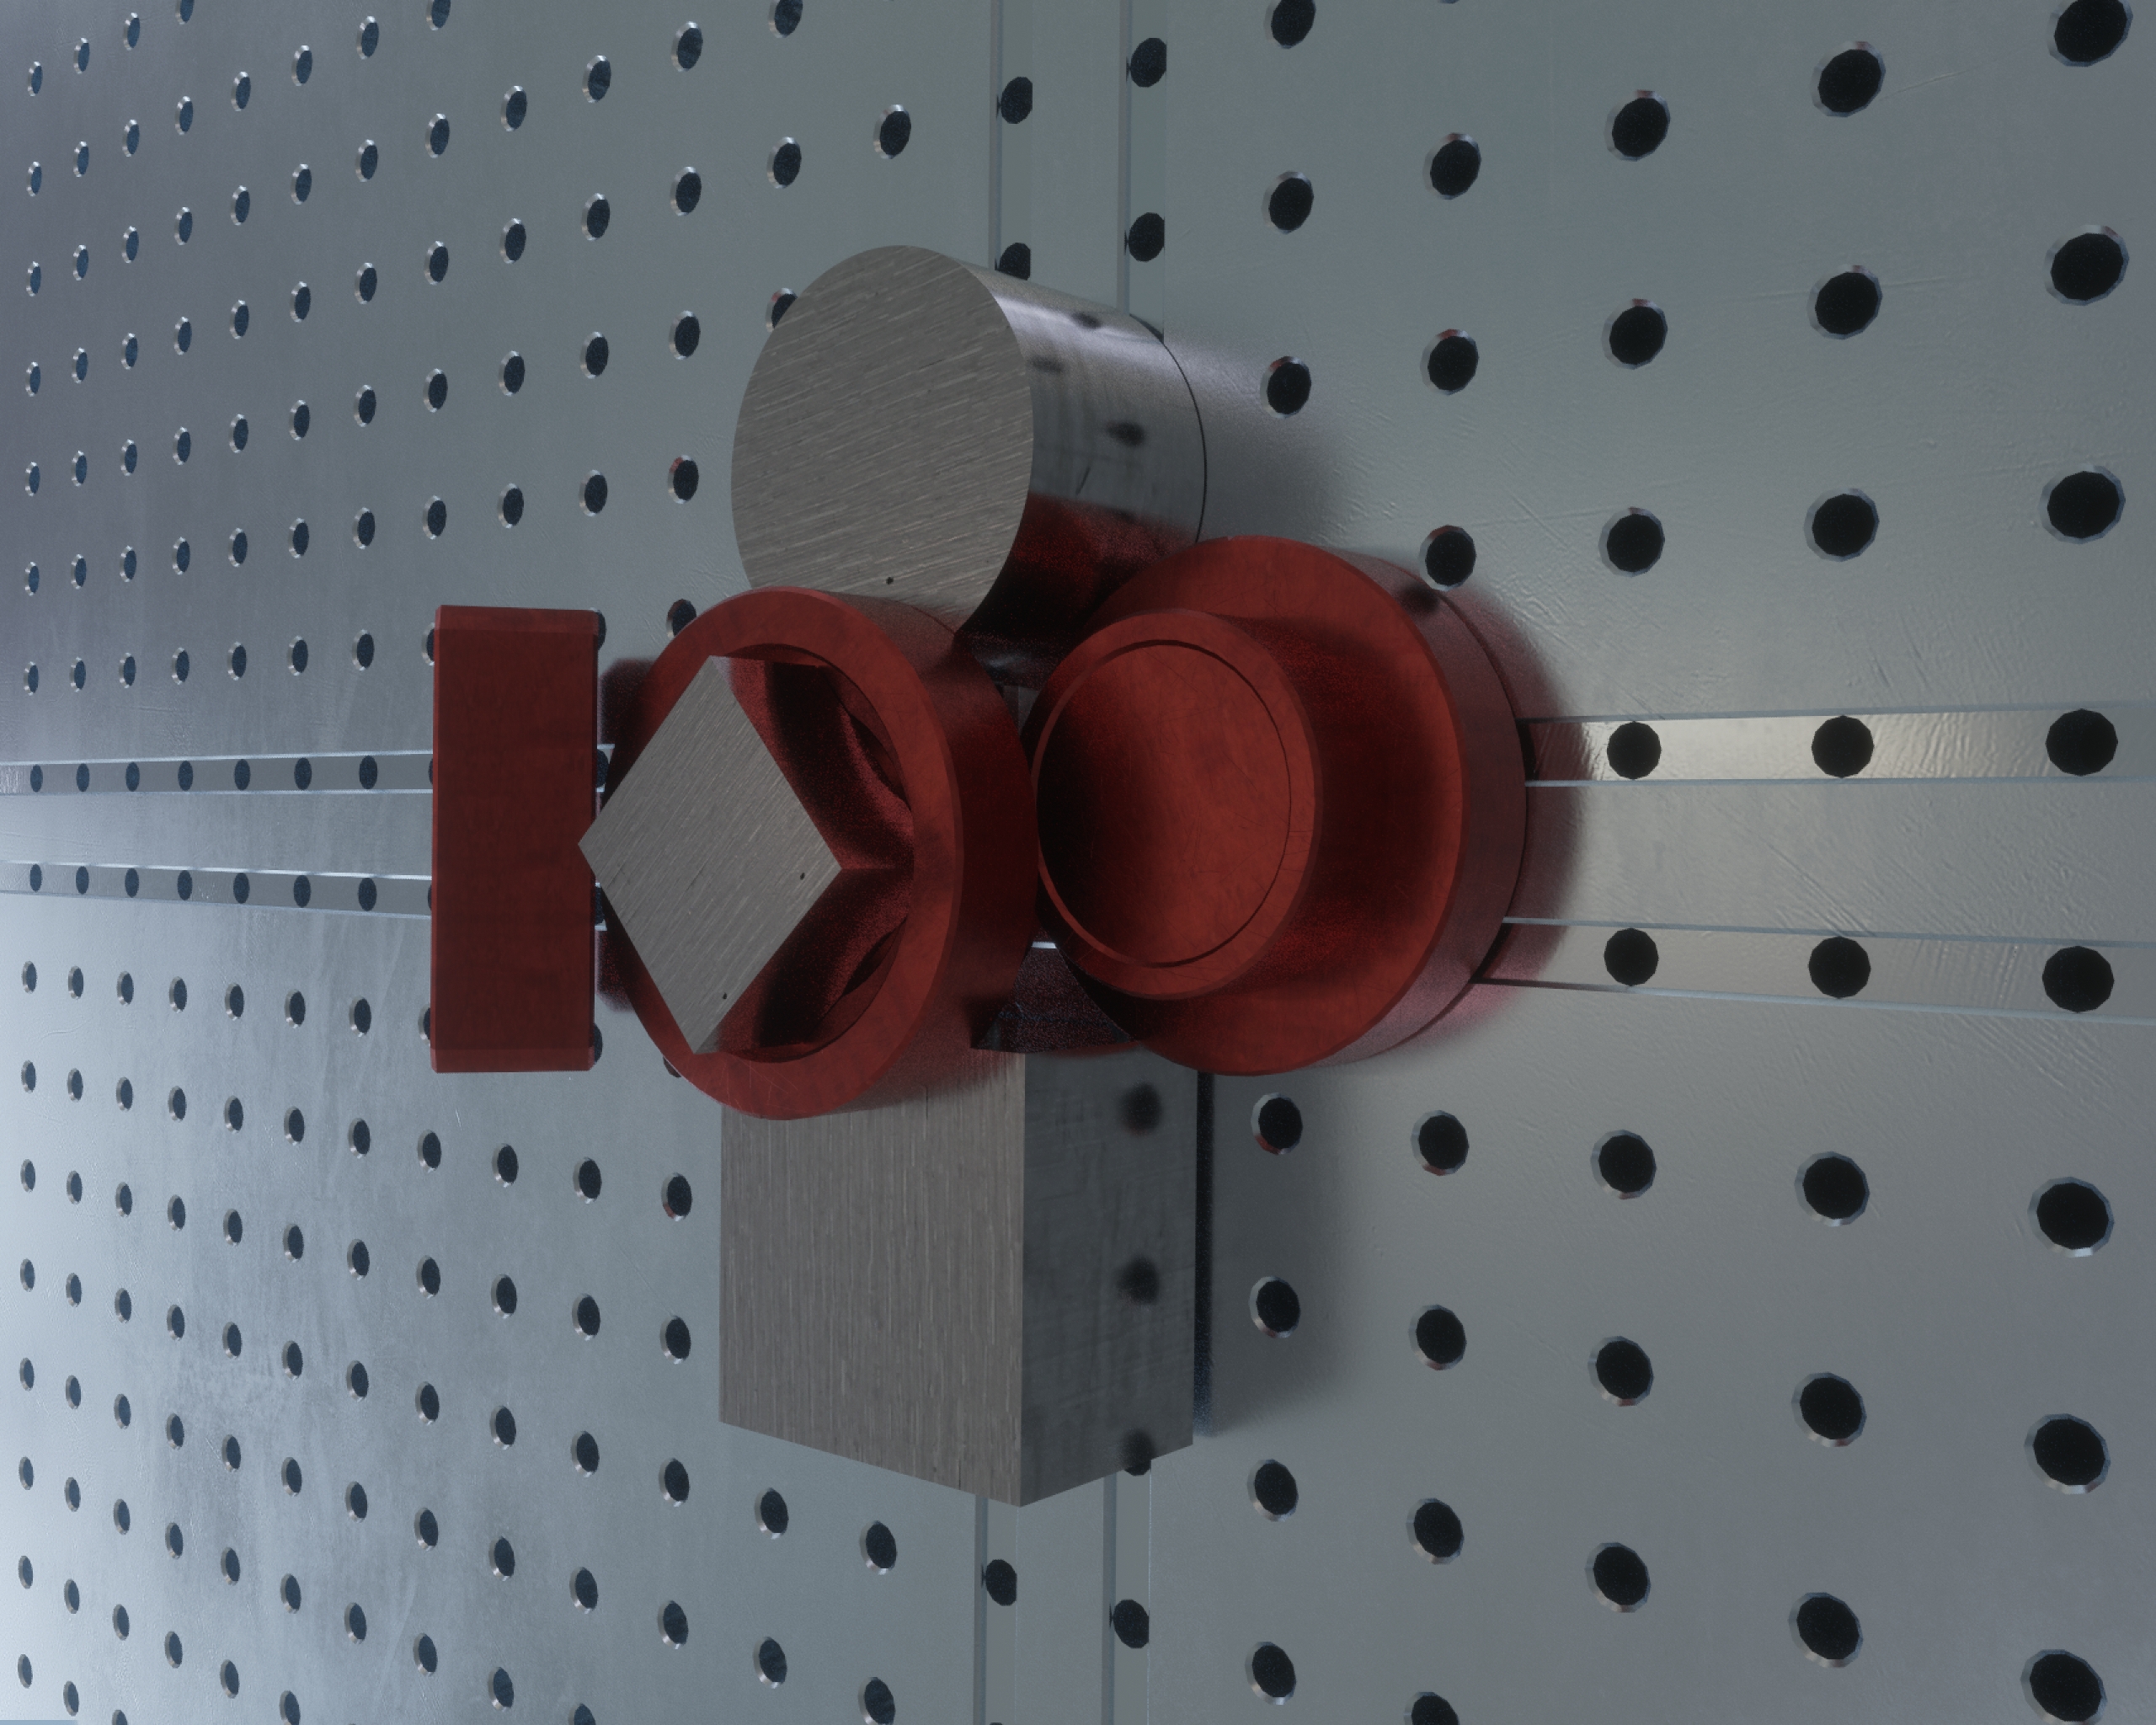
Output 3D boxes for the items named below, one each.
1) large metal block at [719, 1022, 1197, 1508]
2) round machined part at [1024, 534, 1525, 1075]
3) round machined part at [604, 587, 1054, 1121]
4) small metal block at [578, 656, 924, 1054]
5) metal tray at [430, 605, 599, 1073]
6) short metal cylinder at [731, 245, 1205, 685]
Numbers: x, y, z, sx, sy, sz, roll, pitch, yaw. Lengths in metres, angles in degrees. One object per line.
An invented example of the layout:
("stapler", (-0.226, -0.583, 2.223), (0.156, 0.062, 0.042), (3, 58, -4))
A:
("large metal block", (-0.024, 0.072, 0.410), (0.080, 0.050, 0.080), (1, 91, 40))
("round machined part", (0.026, -0.010, 0.375), (0.098, 0.042, 0.097), (0, 90, 40))
("round machined part", (-0.044, -0.002, 0.397), (0.098, 0.042, 0.097), (0, 90, 40))
("small metal block", (-0.058, -0.001, 0.377), (0.050, 0.025, 0.050), (-49, 61, 29))
("metal tray", (-0.122, -0.006, 0.460), (0.130, 0.030, 0.089), (-175, 86, -77))
("short metal cylinder", (-0.022, -0.076, 0.411), (0.080, 0.050, 0.080), (0, 90, 40))
